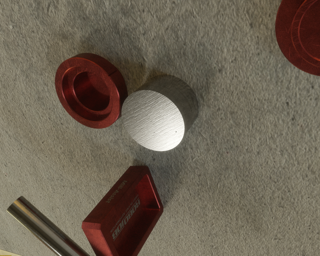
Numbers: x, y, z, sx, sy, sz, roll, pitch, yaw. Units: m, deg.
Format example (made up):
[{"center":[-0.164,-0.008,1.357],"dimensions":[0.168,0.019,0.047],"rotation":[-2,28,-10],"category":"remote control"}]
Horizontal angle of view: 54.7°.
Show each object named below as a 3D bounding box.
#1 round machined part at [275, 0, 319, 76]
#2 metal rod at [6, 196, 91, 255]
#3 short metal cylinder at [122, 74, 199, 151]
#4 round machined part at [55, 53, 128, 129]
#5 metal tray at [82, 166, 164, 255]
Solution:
[{"center":[0.150,-0.089,0.262],"dimensions":[0.098,0.042,0.097],"rotation":[13,124,20],"category":"round machined part"},{"center":[-0.073,0.196,0.396],"dimensions":[0.300,0.025,0.025],"rotation":[42,129,-1],"category":"metal rod"},{"center":[0.001,-0.019,0.377],"dimensions":[0.080,0.050,0.079],"rotation":[13,124,20],"category":"short metal cylinder"},{"center":[-0.084,-0.051,0.407],"dimensions":[0.098,0.042,0.097],"rotation":[13,124,20],"category":"round machined part"},{"center":[-0.045,0.125,0.438],"dimensions":[0.030,0.131,0.089],"rotation":[-4,116,30],"category":"metal tray"}]
